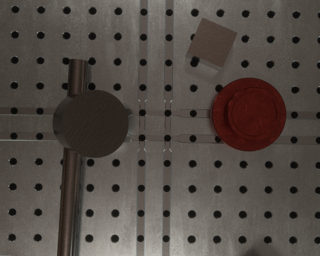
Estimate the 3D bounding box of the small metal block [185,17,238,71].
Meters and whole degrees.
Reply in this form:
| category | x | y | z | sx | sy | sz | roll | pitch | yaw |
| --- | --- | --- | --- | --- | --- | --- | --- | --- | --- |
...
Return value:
| category | x | y | z | sx | sy | sz | roll | pitch | yaw |
| --- | --- | --- | --- | --- | --- | --- | --- | --- | --- |
| small metal block | 0.068 | -0.111 | 0.414 | 0.050 | 0.025 | 0.050 | 24 | 90 | -1 |

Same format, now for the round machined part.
| category | x | y | z | sx | sy | sz | roll | pitch | yaw |
| --- | --- | --- | --- | --- | --- | --- | --- | --- | --- |
| round machined part | 0.118 | -0.018 | 0.406 | 0.099 | 0.042 | 0.097 | 0 | 90 | -1 |

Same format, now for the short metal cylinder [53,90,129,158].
| category | x | y | z | sx | sy | sz | roll | pitch | yaw |
| --- | --- | --- | --- | --- | --- | --- | --- | --- | --- |
| short metal cylinder | -0.086 | -0.006 | 0.383 | 0.081 | 0.050 | 0.079 | -1 | 93 | -30 |

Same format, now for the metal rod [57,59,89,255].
| category | x | y | z | sx | sy | sz | roll | pitch | yaw |
| --- | --- | --- | --- | --- | --- | --- | --- | --- | --- |
| metal rod | -0.117 | 0.060 | 0.411 | 0.025 | 0.025 | 0.298 | 4 | 90 | -1 |
